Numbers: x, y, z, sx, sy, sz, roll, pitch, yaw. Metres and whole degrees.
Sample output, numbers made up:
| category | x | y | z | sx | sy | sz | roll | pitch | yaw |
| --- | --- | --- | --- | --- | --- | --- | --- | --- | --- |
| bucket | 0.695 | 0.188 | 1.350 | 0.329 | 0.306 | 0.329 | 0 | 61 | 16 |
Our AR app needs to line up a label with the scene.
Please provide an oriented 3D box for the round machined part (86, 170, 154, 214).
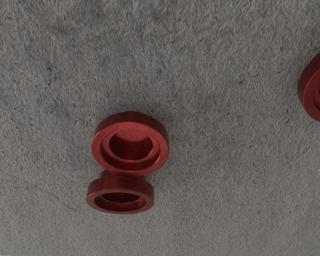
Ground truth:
| category | x | y | z | sx | sy | sz | roll | pitch | yaw |
| --- | --- | --- | --- | --- | --- | --- | --- | --- | --- |
| round machined part | -0.057 | 0.092 | 0.464 | 0.099 | 0.042 | 0.098 | 0 | 145 | 0 |

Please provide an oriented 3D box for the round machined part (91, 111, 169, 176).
| category | x | y | z | sx | sy | sz | roll | pitch | yaw |
| --- | --- | --- | --- | --- | --- | --- | --- | --- | --- |
| round machined part | -0.038 | 0.017 | 0.410 | 0.099 | 0.042 | 0.097 | 0 | 130 | 0 |

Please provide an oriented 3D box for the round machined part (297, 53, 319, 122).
| category | x | y | z | sx | sy | sz | roll | pitch | yaw |
| --- | --- | --- | --- | --- | --- | --- | --- | --- | --- |
| round machined part | 0.206 | -0.055 | 0.351 | 0.099 | 0.042 | 0.097 | 0 | 130 | 0 |
